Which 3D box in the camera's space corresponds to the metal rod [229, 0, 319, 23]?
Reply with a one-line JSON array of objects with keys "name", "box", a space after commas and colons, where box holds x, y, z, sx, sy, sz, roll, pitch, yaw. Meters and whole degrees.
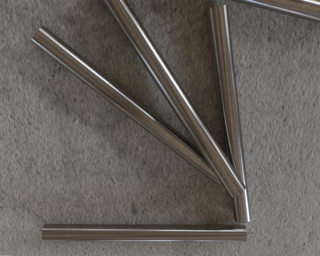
[{"name": "metal rod", "box": [0.072, -0.161, 0.351, 0.302, 0.025, 0.025, 12, 110, -5]}]

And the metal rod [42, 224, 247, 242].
[{"name": "metal rod", "box": [-0.022, 0.159, 0.467, 0.302, 0.025, 0.025, 1, 110, -1]}]

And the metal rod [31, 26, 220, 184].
[{"name": "metal rod", "box": [-0.029, -0.021, 0.401, 0.301, 0.025, 0.025, 38, 106, -13]}]

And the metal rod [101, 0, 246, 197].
[{"name": "metal rod", "box": [0.022, -0.037, 0.383, 0.025, 0.025, 0.299, -32, 103, 11]}]

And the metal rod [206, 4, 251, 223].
[{"name": "metal rod", "box": [0.094, -0.004, 0.409, 0.025, 0.025, 0.298, -11, 110, 3]}]
